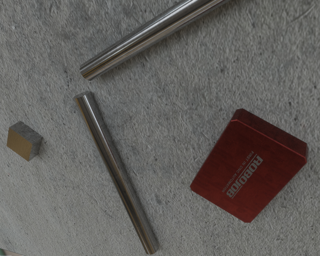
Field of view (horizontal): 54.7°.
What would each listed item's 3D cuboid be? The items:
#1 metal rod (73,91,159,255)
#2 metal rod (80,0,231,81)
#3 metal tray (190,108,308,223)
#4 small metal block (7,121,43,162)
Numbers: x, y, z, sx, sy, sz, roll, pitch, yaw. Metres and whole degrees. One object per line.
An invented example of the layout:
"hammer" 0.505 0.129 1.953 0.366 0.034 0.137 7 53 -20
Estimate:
"metal rod" -0.062 0.083 0.490 0.025 0.025 0.298 -7 116 31
"metal rod" 0.019 -0.116 0.324 0.300 0.025 0.025 -20 108 35
"metal tray" 0.103 0.050 0.380 0.090 0.030 0.129 30 128 8
"small metal block" -0.240 0.024 0.548 0.050 0.025 0.050 34 129 5
